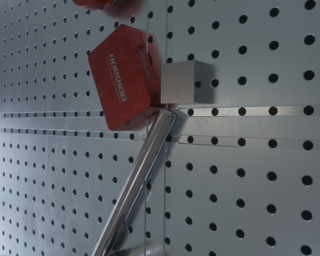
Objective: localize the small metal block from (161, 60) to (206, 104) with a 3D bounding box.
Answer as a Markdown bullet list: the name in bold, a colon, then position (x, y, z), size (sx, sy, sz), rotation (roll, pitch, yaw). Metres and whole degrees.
- **small metal block**: position (0.029, -0.055, 0.386), size (0.050, 0.025, 0.050), rotation (2, 91, 40)

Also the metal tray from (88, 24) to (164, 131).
- **metal tray**: position (-0.053, -0.071, 0.449), size (0.090, 0.030, 0.129), rotation (-30, 72, 36)

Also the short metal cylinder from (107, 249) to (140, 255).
- **short metal cylinder**: position (-0.059, 0.221, 0.442), size (0.080, 0.050, 0.079), rotation (0, 90, 40)

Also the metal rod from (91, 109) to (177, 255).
- **metal rod**: position (-0.050, 0.108, 0.450), size (0.025, 0.025, 0.298), rotation (39, 114, 33)

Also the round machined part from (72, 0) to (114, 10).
- **round machined part**: position (-0.095, -0.230, 0.477), size (0.098, 0.042, 0.097), rotation (0, 90, 40)
